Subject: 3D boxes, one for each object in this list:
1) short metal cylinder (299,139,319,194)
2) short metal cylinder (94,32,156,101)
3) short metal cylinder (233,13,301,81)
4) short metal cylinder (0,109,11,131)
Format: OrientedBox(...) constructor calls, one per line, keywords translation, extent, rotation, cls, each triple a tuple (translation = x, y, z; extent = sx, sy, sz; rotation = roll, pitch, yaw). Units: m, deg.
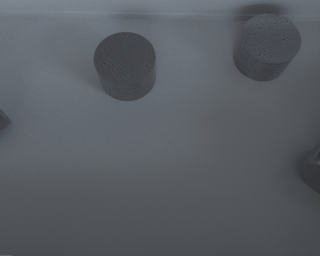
OrientedBox(translation=(0.215, 0.050, 0.365), extent=(0.080, 0.080, 0.050), rotation=(39, 75, 12), cls="short metal cylinder")
OrientedBox(translation=(-0.046, -0.084, 0.426), extent=(0.081, 0.050, 0.080), rotation=(0, 70, 0), cls="short metal cylinder")
OrientedBox(translation=(0.150, -0.113, 0.440), extent=(0.081, 0.050, 0.080), rotation=(0, 70, 0), cls="short metal cylinder")
OrientedBox(translation=(-0.235, -0.020, 0.385), extent=(0.080, 0.080, 0.050), rotation=(43, 75, 13), cls="short metal cylinder")
